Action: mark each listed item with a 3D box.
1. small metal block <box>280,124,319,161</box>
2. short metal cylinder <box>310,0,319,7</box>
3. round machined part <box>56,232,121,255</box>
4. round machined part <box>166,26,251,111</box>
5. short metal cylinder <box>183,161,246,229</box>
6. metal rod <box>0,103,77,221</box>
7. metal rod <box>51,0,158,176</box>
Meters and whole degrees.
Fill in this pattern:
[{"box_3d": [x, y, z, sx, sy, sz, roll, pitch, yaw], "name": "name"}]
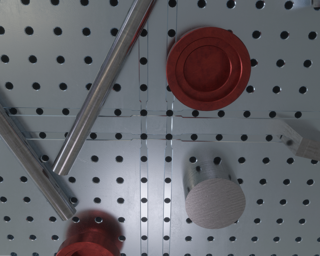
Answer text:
[{"box_3d": [0.197, 0.020, 0.409, 0.050, 0.050, 0.025, 13, 110, -5], "name": "small metal block"}, {"box_3d": [0.203, -0.161, 0.326, 0.080, 0.080, 0.050, -9, 110, 3], "name": "short metal cylinder"}, {"box_3d": [-0.108, 0.201, 0.477, 0.099, 0.042, 0.097, 0, 110, 0], "name": "round machined part"}, {"box_3d": [0.056, -0.073, 0.378, 0.099, 0.042, 0.097, 0, 110, 0], "name": "round machined part"}, {"box_3d": [0.074, 0.093, 0.435, 0.081, 0.050, 0.079, 0, 110, 0], "name": "short metal cylinder"}, {"box_3d": [-0.203, 0.004, 0.412, 0.025, 0.025, 0.299, -26, 108, 9], "name": "metal rod"}, {"box_3d": [-0.067, -0.064, 0.389, 0.025, 0.025, 0.298, 28, 108, -10], "name": "metal rod"}]
